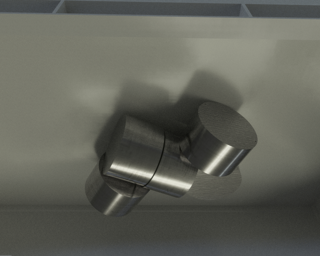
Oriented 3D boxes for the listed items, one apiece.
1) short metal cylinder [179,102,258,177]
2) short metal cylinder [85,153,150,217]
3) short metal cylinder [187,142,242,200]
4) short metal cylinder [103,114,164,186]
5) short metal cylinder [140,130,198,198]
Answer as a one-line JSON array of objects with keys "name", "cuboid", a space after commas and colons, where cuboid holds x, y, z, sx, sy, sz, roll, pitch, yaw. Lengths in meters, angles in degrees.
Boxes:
[{"name": "short metal cylinder", "cuboid": [0.071, 0.013, 0.383, 0.081, 0.080, 0.050, 18, 128, -15]}, {"name": "short metal cylinder", "cuboid": [-0.058, 0.076, 0.435, 0.080, 0.080, 0.050, 23, 126, -19]}, {"name": "short metal cylinder", "cuboid": [0.071, 0.058, 0.440, 0.081, 0.050, 0.079, 0, 130, 0]}, {"name": "short metal cylinder", "cuboid": [-0.035, 0.028, 0.394, 0.050, 0.080, 0.079, 20, 127, -17]}, {"name": "short metal cylinder", "cuboid": [0.011, 0.047, 0.412, 0.050, 0.080, 0.079, 21, 127, -17]}]
